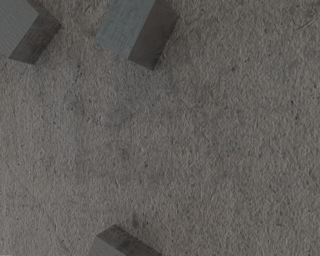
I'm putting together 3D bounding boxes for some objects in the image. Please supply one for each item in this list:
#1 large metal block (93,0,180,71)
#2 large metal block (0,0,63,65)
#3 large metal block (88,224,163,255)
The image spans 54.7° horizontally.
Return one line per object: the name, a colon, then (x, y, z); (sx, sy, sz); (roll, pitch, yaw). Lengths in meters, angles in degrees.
large metal block: (-0.026, -0.125, 0.389); (0.050, 0.080, 0.080); (30, 100, 17)
large metal block: (-0.212, -0.157, 0.471); (0.080, 0.050, 0.080); (46, 104, 14)
large metal block: (-0.055, 0.191, 0.415); (0.080, 0.050, 0.080); (27, 99, 18)
